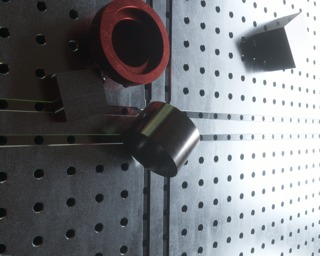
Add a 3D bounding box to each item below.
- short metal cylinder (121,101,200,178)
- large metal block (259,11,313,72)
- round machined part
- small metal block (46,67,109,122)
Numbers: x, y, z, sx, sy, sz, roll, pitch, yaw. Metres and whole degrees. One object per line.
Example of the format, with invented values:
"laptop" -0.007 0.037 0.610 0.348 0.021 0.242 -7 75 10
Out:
"short metal cylinder" 0.001 0.014 0.374 0.050 0.080 0.080 -51 120 -28
"large metal block" 0.244 -0.166 0.597 0.080 0.050 0.080 -40 115 -33
"round machined part" -0.039 -0.097 0.363 0.099 0.042 0.097 2 87 -41
"small metal block" -0.088 -0.036 0.335 0.050 0.025 0.050 -18 102 -38
